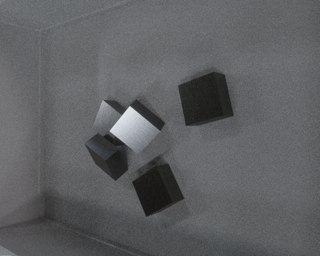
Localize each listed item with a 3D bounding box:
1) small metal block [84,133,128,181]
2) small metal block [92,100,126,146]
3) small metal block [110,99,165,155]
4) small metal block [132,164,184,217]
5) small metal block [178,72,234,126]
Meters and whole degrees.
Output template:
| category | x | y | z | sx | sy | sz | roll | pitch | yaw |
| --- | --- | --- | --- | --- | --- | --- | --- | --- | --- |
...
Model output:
| category | x | y | z | sx | sy | sz | roll | pitch | yaw |
| --- | --- | --- | --- | --- | --- | --- | --- | --- | --- |
| small metal block | -0.078 | 0.042 | 0.451 | 0.050 | 0.025 | 0.050 | 32 | 151 | 35 |
| small metal block | -0.070 | -0.008 | 0.462 | 0.050 | 0.025 | 0.050 | 37 | 113 | 33 |
| small metal block | -0.030 | -0.001 | 0.414 | 0.050 | 0.025 | 0.050 | 40 | 119 | -5 |
| small metal block | -0.003 | 0.082 | 0.408 | 0.050 | 0.025 | 0.050 | -38 | 67 | 33 |
| small metal block | 0.053 | -0.032 | 0.362 | 0.050 | 0.025 | 0.050 | -17 | 80 | 38 |
